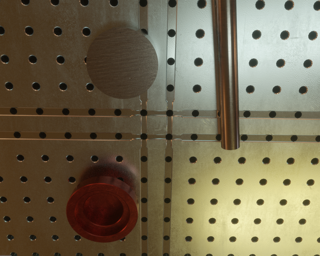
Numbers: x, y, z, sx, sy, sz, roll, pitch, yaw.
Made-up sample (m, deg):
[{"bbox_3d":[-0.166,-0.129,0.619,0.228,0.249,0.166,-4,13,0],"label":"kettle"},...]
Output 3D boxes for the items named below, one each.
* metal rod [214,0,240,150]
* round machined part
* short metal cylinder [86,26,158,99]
[{"bbox_3d":[0.080,-0.114,0.371,0.025,0.025,0.298,-6,110,2],"label":"metal rod"},{"bbox_3d":[-0.080,0.111,0.445,0.099,0.042,0.097,0,110,0],"label":"round machined part"},{"bbox_3d":[-0.042,-0.080,0.370,0.081,0.050,0.079,0,110,0],"label":"short metal cylinder"}]
